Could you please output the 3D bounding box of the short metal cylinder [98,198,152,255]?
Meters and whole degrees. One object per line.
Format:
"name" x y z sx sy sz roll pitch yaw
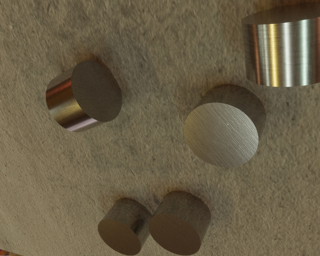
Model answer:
"short metal cylinder" -0.056 0.166 0.521 0.080 0.050 0.079 13 124 20

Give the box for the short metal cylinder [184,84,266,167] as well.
"short metal cylinder" 0.074 -0.003 0.349 0.080 0.050 0.079 13 124 20

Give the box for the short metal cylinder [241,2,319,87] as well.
"short metal cylinder" 0.113 -0.074 0.266 0.080 0.080 0.050 1 119 27

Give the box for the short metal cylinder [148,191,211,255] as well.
"short metal cylinder" 0.030 0.141 0.461 0.080 0.050 0.079 13 124 20

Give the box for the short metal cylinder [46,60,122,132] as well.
"short metal cylinder" -0.095 -0.039 0.395 0.050 0.080 0.080 -19 109 35
